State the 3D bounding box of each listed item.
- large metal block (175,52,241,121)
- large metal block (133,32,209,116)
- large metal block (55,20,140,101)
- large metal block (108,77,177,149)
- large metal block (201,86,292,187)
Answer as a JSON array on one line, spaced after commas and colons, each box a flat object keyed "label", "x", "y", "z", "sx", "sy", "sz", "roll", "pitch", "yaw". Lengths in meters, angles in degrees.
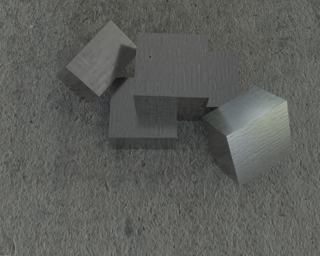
[{"label": "large metal block", "x": 0.060, "y": -0.055, "z": 0.417, "sx": 0.081, "sy": 0.050, "sz": 0.080, "roll": 0, "pitch": 70, "yaw": 0}, {"label": "large metal block", "x": 0.013, "y": -0.062, "z": 0.364, "sx": 0.081, "sy": 0.050, "sz": 0.080, "roll": 2, "pitch": 70, "yaw": 0}, {"label": "large metal block", "x": -0.083, "y": -0.084, "z": 0.402, "sx": 0.050, "sy": 0.080, "sz": 0.080, "roll": 44, "pitch": 73, "yaw": -21}, {"label": "large metal block", "x": -0.020, "y": -0.018, "z": 0.400, "sx": 0.081, "sy": 0.050, "sz": 0.080, "roll": 0, "pitch": 70, "yaw": 0}, {"label": "large metal block", "x": 0.106, "y": 0.009, "z": 0.371, "sx": 0.080, "sy": 0.080, "sz": 0.050, "roll": -30, "pitch": 35, "yaw": -11}]
